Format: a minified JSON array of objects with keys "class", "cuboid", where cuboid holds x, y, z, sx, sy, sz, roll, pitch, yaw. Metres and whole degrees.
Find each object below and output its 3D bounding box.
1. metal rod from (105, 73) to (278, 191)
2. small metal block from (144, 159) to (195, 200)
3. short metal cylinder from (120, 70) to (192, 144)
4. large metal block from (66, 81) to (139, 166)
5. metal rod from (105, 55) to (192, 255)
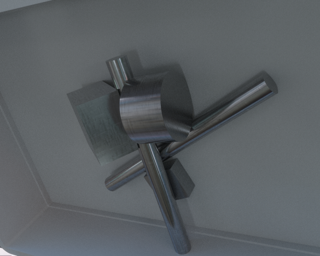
[{"class":"metal rod","cuboid":[0.017,0.022,0.409,0.025,0.025,0.299,49,128,-7]},{"class":"small metal block","cuboid":[0.014,0.077,0.446,0.050,0.025,0.050,-23,106,36]},{"class":"short metal cylinder","cuboid":[-0.002,-0.022,0.356,0.050,0.080,0.080,-5,116,29]},{"class":"large metal block","cuboid":[-0.075,-0.009,0.398,0.080,0.050,0.080,34,145,61]},{"class":"metal rod","cuboid":[-0.007,0.052,0.408,0.025,0.025,0.298,-5,115,30]}]
